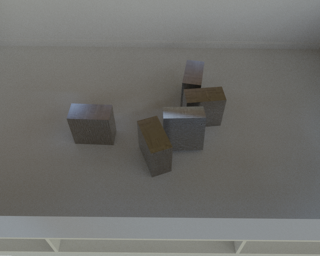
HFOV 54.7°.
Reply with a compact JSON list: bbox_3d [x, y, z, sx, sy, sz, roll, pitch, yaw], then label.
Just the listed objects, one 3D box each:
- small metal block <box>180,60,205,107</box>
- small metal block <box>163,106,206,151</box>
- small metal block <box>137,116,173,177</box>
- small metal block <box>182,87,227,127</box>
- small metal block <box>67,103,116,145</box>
[{"bbox_3d":[0.046,-0.060,0.440,0.025,0.050,0.050,8,51,6],"label":"small metal block"},{"bbox_3d":[0.029,0.001,0.385,0.050,0.050,0.025,-1,36,-2],"label":"small metal block"},{"bbox_3d":[-0.007,0.022,0.370,0.025,0.050,0.050,-16,52,-13],"label":"small metal block"},{"bbox_3d":[0.057,-0.027,0.412,0.050,0.050,0.025,-5,50,-4],"label":"small metal block"},{"bbox_3d":[-0.084,-0.004,0.391,0.050,0.050,0.025,2,50,1],"label":"small metal block"}]
